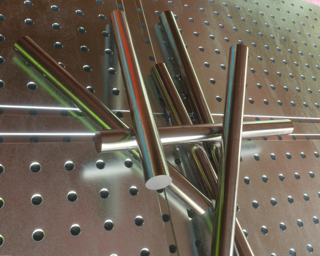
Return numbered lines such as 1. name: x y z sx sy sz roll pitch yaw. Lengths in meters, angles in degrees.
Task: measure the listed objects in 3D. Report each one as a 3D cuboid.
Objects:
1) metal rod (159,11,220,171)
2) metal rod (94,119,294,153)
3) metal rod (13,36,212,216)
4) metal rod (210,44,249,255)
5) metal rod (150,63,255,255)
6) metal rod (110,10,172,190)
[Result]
1. metal rod: 0.050 -0.059 0.470 0.025 0.025 0.299 -3 63 -29
2. metal rod: 0.065 0.006 0.405 0.302 0.025 0.025 -4 64 -30
3. metal rod: -0.057 -0.003 0.378 0.300 0.025 0.025 42 51 0
4. metal rod: 0.086 0.034 0.380 0.025 0.025 0.299 15 72 -20
5. metal rod: 0.052 0.041 0.410 0.025 0.025 0.299 -10 67 -32
6. metal rod: -0.033 -0.060 0.382 0.025 0.025 0.300 7 45 -25
